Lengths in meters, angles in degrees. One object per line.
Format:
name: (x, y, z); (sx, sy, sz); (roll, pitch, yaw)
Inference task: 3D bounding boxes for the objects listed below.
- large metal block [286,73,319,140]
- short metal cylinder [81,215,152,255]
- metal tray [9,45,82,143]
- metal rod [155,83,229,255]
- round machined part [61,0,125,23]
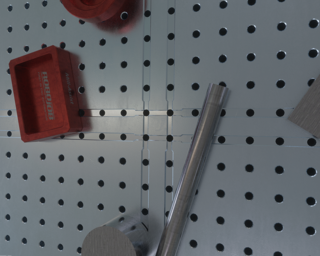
large metal block: (0.195, -0.020, 0.330); (0.080, 0.050, 0.080); (35, 101, 16)
short metal cylinder: (-0.058, 0.165, 0.420); (0.080, 0.050, 0.079); (0, 90, 20)
metal tray: (-0.175, -0.049, 0.471); (0.090, 0.030, 0.129); (-12, 86, 19)
metal rod: (0.031, 0.090, 0.401); (0.025, 0.025, 0.298); (19, 96, 19)
round machined part: (-0.088, -0.196, 0.434); (0.098, 0.042, 0.097); (0, 90, 20)
